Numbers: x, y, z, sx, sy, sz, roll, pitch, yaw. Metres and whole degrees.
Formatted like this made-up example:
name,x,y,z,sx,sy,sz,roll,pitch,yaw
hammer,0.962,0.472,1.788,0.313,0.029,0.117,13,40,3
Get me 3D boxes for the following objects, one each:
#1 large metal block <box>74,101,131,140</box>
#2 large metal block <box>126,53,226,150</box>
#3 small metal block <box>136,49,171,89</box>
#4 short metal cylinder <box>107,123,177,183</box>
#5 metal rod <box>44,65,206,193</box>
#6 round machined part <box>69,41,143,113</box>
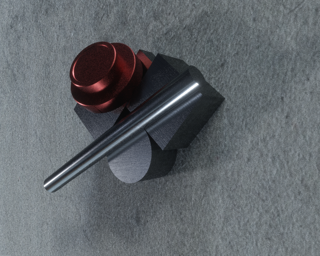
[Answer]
name,x,y,z,sx,sy,sz,roll,pitch,yaw
large metal block,-0.068,-0.030,0.443,0.080,0.050,0.080,50,119,28
large metal block,0.017,-0.031,0.375,0.080,0.050,0.080,49,119,28
small metal block,-0.018,-0.069,0.418,0.050,0.025,0.050,50,119,28
short metal cylinder,-0.025,0.029,0.408,0.080,0.050,0.079,0,90,39
metal rod,-0.065,0.018,0.392,0.299,0.025,0.025,-34,69,34
round machined part,-0.075,-0.071,0.398,0.098,0.042,0.098,-12,60,21
